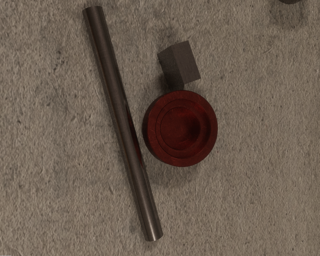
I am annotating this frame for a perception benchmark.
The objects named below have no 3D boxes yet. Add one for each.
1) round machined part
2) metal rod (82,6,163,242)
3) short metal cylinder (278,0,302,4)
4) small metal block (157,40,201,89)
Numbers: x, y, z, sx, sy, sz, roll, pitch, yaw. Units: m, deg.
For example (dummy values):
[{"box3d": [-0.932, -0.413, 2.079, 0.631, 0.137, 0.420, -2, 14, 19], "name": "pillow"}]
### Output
[{"box3d": [0.023, 0.000, 0.410, 0.099, 0.042, 0.097, 0, 90, -21], "name": "round machined part"}, {"box3d": [-0.045, -0.001, 0.393, 0.025, 0.025, 0.298, -17, 96, -20], "name": "metal rod"}, {"box3d": [0.214, -0.240, 0.477, 0.081, 0.050, 0.079, 0, 90, -21], "name": "short metal cylinder"}, {"box3d": [0.024, -0.081, 0.405, 0.025, 0.050, 0.050, -22, 98, -19], "name": "small metal block"}]
